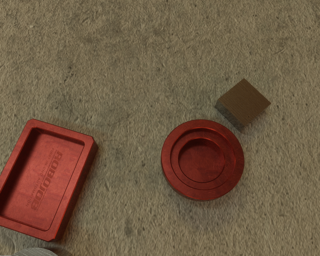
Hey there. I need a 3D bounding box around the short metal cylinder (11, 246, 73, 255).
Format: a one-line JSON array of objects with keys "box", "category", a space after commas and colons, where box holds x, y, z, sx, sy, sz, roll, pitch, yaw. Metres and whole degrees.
[{"box": [-0.129, 0.170, 0.331, 0.081, 0.050, 0.080, 0, 70, 0], "category": "short metal cylinder"}]

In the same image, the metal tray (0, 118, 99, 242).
[{"box": [-0.142, 0.062, 0.381, 0.090, 0.030, 0.130, 17, 71, 5], "category": "metal tray"}]

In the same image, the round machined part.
[{"box": [0.050, 0.042, 0.384, 0.099, 0.042, 0.098, 0, 70, -1], "category": "round machined part"}]

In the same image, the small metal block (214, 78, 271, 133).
[{"box": [0.112, -0.031, 0.421, 0.050, 0.025, 0.050, -39, 75, -13], "category": "small metal block"}]
